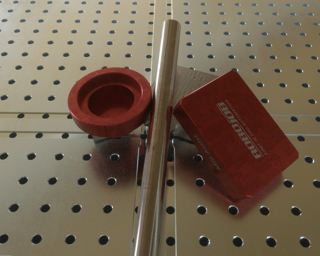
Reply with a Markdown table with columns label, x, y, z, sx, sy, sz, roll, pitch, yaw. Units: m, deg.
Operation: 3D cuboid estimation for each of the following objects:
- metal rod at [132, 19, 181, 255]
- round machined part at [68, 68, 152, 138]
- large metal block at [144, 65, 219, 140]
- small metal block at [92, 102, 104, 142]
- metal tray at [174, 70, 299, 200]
| label | x | y | z | sx | sy | sz | roll | pitch | yaw |
| --- | --- | --- | --- | --- | --- | --- | --- | --- | --- |
| metal rod | 0.000 | 0.000 | 0.351 | 0.025 | 0.025 | 0.299 | 5 | 66 | 4 |
| round machined part | -0.058 | -0.026 | 0.378 | 0.099 | 0.042 | 0.098 | -2 | 51 | 2 |
| large metal block | 0.030 | -0.036 | 0.417 | 0.080 | 0.050 | 0.080 | 18 | 52 | 14 |
| small metal block | -0.072 | -0.015 | 0.416 | 0.050 | 0.025 | 0.050 | -17 | 52 | -14 |
| metal tray | 0.088 | 0.006 | 0.363 | 0.091 | 0.030 | 0.130 | -32 | 82 | -23 |
